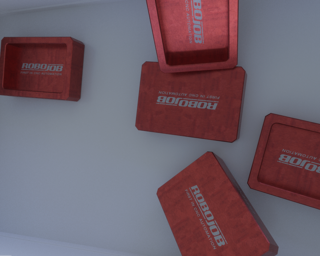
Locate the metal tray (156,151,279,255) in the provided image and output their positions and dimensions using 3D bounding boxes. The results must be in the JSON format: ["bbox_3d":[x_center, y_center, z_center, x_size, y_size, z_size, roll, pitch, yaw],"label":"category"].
[{"bbox_3d":[0.058,0.102,0.353,0.090,0.030,0.130,-39,48,14],"label":"metal tray"}]

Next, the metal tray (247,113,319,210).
[{"bbox_3d":[0.174,0.041,0.346,0.130,0.030,0.089,15,95,19],"label":"metal tray"}]

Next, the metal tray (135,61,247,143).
[{"bbox_3d":[0.038,-0.034,0.394,0.130,0.030,0.089,7,92,19],"label":"metal tray"}]

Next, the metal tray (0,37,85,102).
[{"bbox_3d":[-0.182,-0.090,0.469,0.130,0.030,0.089,6,92,19],"label":"metal tray"}]

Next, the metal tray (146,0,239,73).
[{"bbox_3d":[0.036,-0.122,0.329,0.090,0.129,0.030,-3,46,10],"label":"metal tray"}]
